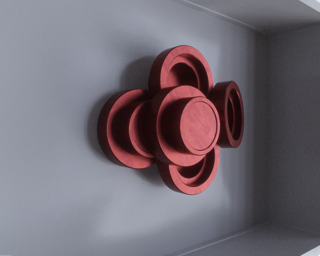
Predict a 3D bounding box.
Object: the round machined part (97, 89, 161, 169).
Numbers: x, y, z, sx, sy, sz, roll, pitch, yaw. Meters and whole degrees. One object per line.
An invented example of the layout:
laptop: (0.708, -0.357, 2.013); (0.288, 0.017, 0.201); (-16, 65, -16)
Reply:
round machined part: (-0.022, 0.001, 0.374); (0.099, 0.042, 0.097); (0, 90, -40)

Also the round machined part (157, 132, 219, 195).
round machined part: (0.034, 0.039, 0.424); (0.099, 0.042, 0.097); (0, 90, -40)

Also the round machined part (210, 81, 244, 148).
round machined part: (0.091, -0.019, 0.458); (0.098, 0.042, 0.097); (9, 80, -60)

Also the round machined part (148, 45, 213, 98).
round machined part: (0.024, -0.058, 0.415); (0.099, 0.042, 0.097); (0, 90, -40)

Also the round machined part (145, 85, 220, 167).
round machined part: (0.034, -0.003, 0.367); (0.099, 0.042, 0.097); (0, 90, -40)
